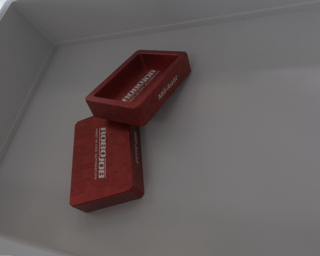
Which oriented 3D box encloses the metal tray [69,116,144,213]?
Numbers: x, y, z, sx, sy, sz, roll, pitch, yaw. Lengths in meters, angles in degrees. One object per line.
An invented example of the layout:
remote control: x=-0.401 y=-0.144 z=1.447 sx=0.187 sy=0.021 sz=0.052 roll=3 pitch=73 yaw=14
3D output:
metal tray: x=-0.072 y=0.038 z=0.417 sx=0.090 sy=0.030 sz=0.130 roll=-18 pitch=54 yaw=17

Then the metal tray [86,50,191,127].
metal tray: x=-0.027 y=-0.061 z=0.426 sx=0.090 sy=0.030 sz=0.130 roll=12 pitch=47 yaw=33

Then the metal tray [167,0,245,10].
metal tray: x=0.082 y=-0.243 z=0.511 sx=0.130 sy=0.030 sz=0.090 roll=7 pitch=65 yaw=31
